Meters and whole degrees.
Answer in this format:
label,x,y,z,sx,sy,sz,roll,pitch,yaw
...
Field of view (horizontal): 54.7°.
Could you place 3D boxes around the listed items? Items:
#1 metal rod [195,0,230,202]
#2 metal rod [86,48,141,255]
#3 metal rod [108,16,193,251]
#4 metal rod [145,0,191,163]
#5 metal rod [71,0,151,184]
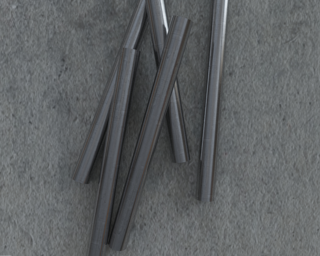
label,x,y,z,sx,sy,sz,roll,pitch,yaw
metal rod,0.071,-0.054,0.410,0.025,0.025,0.298,4,90,-1
metal rod,-0.063,0.050,0.396,0.025,0.025,0.298,10,95,-1
metal rod,-0.015,0.014,0.385,0.025,0.025,0.298,16,100,-1
metal rod,0.004,-0.103,0.393,0.025,0.025,0.298,-10,97,0
metal rod,-0.053,-0.071,0.409,0.025,0.025,0.299,20,90,-1
